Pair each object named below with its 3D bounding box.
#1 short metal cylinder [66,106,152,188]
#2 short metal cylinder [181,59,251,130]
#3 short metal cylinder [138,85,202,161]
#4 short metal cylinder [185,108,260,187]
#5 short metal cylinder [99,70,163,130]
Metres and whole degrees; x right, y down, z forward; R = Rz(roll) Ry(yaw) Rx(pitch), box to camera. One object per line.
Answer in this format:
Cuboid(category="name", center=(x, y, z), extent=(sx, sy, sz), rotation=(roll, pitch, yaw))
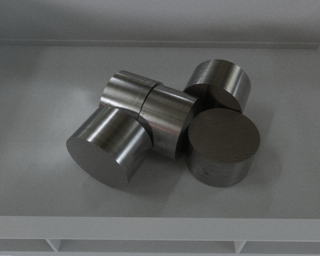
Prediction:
Cuboid(category="short metal cylinder", center=(-0.056, 0.022, 0.348), extent=(0.080, 0.080, 0.050), rotation=(23, 54, 18))
Cuboid(category="short metal cylinder", center=(0.072, -0.042, 0.403), extent=(0.080, 0.080, 0.050), rotation=(18, 52, 14))
Cuboid(category="short metal cylinder", center=(0.012, -0.007, 0.374), extent=(0.050, 0.080, 0.080), rotation=(21, 53, 16))
Cuboid(category="short metal cylinder", center=(0.072, 0.023, 0.368), extent=(0.081, 0.050, 0.080), rotation=(0, 50, 0))
Cuboid(category="short metal cylinder", center=(-0.034, -0.027, 0.389), extent=(0.050, 0.080, 0.080), rotation=(20, 53, 16))
